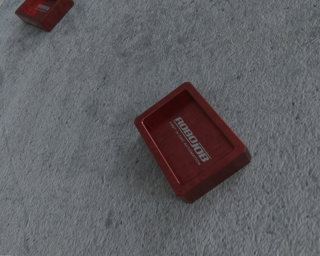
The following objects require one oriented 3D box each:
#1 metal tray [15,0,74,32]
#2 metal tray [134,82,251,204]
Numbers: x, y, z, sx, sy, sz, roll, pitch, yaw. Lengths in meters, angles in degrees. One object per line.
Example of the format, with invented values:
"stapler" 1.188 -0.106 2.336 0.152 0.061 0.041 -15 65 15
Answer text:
"metal tray" -0.266 -0.274 0.708 0.130 0.030 0.090 29 77 37
"metal tray" 0.034 0.013 0.374 0.090 0.030 0.130 -36 51 4
